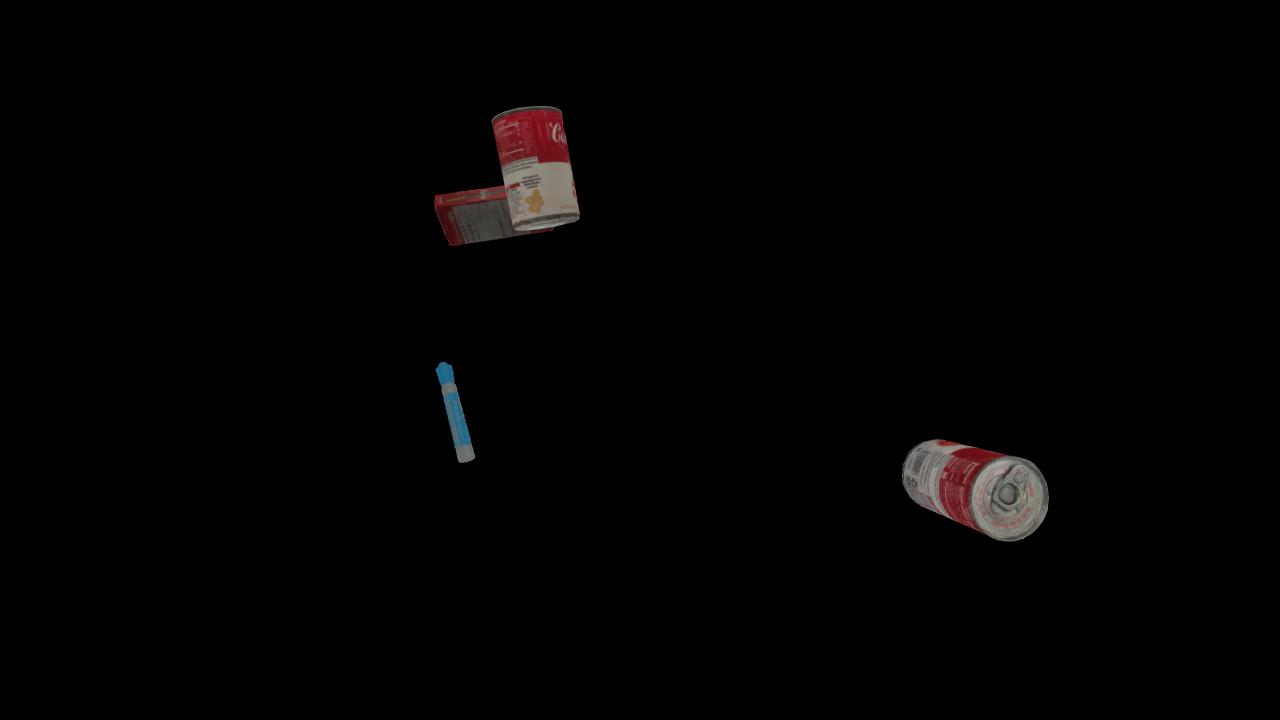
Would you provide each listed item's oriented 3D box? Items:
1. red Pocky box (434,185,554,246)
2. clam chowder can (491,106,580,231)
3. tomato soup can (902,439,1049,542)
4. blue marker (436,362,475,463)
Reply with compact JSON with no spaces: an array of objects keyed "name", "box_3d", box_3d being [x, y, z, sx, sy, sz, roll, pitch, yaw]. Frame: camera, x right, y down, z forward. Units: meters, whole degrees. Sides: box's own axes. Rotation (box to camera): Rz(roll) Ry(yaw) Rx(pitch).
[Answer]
[{"name":"red Pocky box","box_3d":[-0.205,-0.209,0.878,0.155,0.028,0.083,-10,-29,-5]},{"name":"clam chowder can","box_3d":[-0.098,-0.180,0.588,0.068,0.102,0.068,-9,7,1]},{"name":"tomato soup can","box_3d":[0.282,0.108,0.528,0.068,0.068,0.101,0,1,-7]},{"name":"blue marker","box_3d":[-0.212,0.058,0.703,0.020,0.121,0.020,-18,-19,-6]}]
